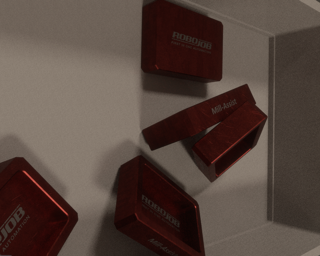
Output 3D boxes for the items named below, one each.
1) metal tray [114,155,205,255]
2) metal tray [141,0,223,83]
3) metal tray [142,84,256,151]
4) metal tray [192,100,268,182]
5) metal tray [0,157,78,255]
[{"bbox_3d":[0.004,0.104,0.377,0.130,0.030,0.090,44,27,-31],"label":"metal tray"},{"bbox_3d":[0.035,-0.116,0.435,0.131,0.030,0.089,2,89,-40],"label":"metal tray"},{"bbox_3d":[0.052,-0.015,0.407,0.131,0.090,0.030,-24,89,-38],"label":"metal tray"},{"bbox_3d":[0.091,0.024,0.412,0.090,0.030,0.130,-39,159,-4],"label":"metal tray"},{"bbox_3d":[-0.135,0.099,0.258,0.090,0.030,0.130,56,35,-24],"label":"metal tray"}]
